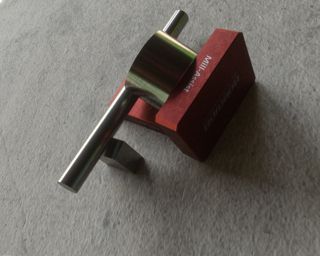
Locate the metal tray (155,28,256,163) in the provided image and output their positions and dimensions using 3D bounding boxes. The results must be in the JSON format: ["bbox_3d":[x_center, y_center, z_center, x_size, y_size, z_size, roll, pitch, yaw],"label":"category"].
[{"bbox_3d":[0.058,-0.035,0.354,0.030,0.090,0.130,25,75,36],"label":"metal tray"}]

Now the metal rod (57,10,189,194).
[{"bbox_3d":[-0.034,-0.052,0.404,0.025,0.025,0.300,11,58,32],"label":"metal rod"}]

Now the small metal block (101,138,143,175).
[{"bbox_3d":[-0.058,0.033,0.398,0.050,0.050,0.025,14,69,33],"label":"small metal block"}]

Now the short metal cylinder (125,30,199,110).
[{"bbox_3d":[0.003,-0.065,0.360,0.050,0.080,0.080,33,78,4],"label":"short metal cylinder"}]

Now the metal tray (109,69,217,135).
[{"bbox_3d":[0.003,-0.042,0.425,0.130,0.030,0.090,20,72,35],"label":"metal tray"}]
